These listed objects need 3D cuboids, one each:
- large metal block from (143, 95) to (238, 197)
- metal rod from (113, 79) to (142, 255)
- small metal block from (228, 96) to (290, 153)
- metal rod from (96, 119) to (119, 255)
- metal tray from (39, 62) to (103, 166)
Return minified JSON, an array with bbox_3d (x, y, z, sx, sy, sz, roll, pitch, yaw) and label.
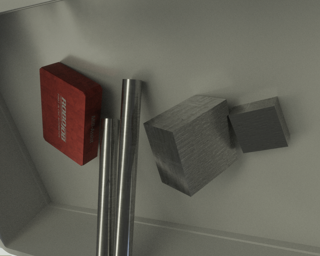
[{"bbox_3d":[0.038,0.017,0.354,0.050,0.081,0.080,16,129,50],"label":"large metal block"},{"bbox_3d":[-0.044,0.087,0.404,0.025,0.025,0.298,6,96,25],"label":"metal rod"},{"bbox_3d":[0.112,-0.003,0.348,0.050,0.025,0.050,-13,112,33],"label":"small metal block"},{"bbox_3d":[-0.075,0.136,0.432,0.025,0.025,0.298,0,86,28],"label":"metal rod"},{"bbox_3d":[-0.130,-0.018,0.450,0.090,0.030,0.129,30,129,23],"label":"metal tray"}]
